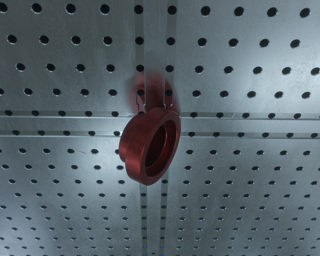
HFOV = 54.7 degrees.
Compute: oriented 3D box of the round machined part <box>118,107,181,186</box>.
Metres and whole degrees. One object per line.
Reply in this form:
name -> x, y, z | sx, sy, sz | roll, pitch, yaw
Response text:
round machined part -> -0.015, 0.020, 0.392 | 0.042, 0.098, 0.097 | 20, 135, 25
